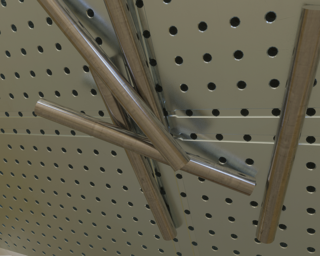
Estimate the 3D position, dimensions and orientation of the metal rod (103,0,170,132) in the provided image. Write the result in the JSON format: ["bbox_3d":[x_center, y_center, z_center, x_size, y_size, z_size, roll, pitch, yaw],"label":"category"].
[{"bbox_3d":[-0.043,-0.121,0.357,0.025,0.025,0.298,-5,116,30],"label":"metal rod"}]

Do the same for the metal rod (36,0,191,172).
[{"bbox_3d":[-0.067,-0.072,0.376,0.300,0.025,0.025,51,128,1],"label":"metal rod"}]

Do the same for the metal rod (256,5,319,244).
[{"bbox_3d":[0.141,0.022,0.349,0.025,0.025,0.298,12,124,21],"label":"metal rod"}]

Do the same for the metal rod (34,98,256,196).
[{"bbox_3d":[-0.023,0.023,0.409,0.301,0.025,0.025,20,127,5],"label":"metal rod"}]

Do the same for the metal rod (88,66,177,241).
[{"bbox_3d":[-0.032,0.046,0.454,0.025,0.025,0.298,-7,115,31],"label":"metal rod"}]
